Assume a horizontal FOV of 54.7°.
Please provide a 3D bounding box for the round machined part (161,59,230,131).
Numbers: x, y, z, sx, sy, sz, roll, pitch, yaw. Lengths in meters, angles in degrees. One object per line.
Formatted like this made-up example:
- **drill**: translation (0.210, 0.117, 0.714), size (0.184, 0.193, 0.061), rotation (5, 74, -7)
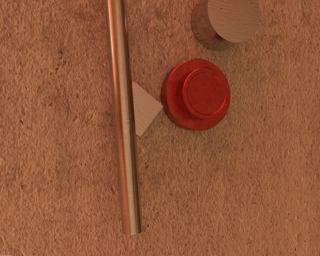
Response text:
- **round machined part**: translation (0.054, -0.045, 0.420), size (0.099, 0.042, 0.097), rotation (0, 90, -20)

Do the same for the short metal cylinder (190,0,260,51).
- **short metal cylinder**: translation (0.089, -0.152, 0.428), size (0.081, 0.050, 0.079), rotation (0, 90, -20)

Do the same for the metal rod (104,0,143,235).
- **metal rod**: translation (-0.043, -0.026, 0.366), size (0.025, 0.025, 0.298), rotation (-5, 91, -20)

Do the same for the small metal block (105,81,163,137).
- **small metal block**: translation (-0.033, -0.024, 0.397), size (0.050, 0.025, 0.050), rotation (40, 77, -16)
